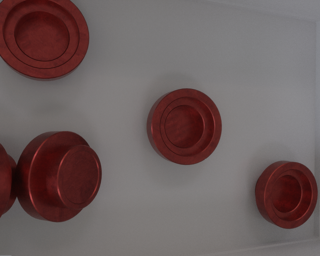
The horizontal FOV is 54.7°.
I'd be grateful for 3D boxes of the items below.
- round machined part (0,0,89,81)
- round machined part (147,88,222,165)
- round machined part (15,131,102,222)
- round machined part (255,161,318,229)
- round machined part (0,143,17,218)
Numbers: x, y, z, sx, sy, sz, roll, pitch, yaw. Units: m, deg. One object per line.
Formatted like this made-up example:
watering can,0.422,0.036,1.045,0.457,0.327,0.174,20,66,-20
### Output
round machined part,-0.133,-0.102,0.352,0.099,0.042,0.097,0,90,-20
round machined part,0.029,-0.002,0.412,0.099,0.042,0.097,0,90,-20
round machined part,-0.101,0.052,0.336,0.098,0.042,0.097,4,85,-62
round machined part,0.185,0.098,0.470,0.099,0.042,0.097,0,90,-20
round machined part,-0.183,0.057,0.315,0.042,0.098,0.098,19,81,-62
